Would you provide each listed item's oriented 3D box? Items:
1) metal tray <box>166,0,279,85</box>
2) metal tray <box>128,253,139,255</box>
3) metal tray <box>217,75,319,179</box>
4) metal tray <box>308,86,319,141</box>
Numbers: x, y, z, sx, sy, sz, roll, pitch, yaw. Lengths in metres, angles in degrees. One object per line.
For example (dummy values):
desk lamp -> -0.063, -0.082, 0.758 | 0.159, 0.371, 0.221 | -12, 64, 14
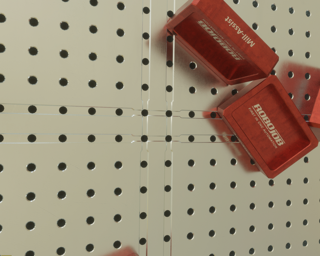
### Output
metal tray -> 0.079, -0.113, 0.406 | 0.130, 0.090, 0.030 | 38, 78, -16
metal tray -> -0.049, 0.240, 0.392 | 0.091, 0.030, 0.129 | -17, 96, -19
metal tray -> 0.158, -0.002, 0.453 | 0.090, 0.030, 0.130 | -37, 103, 3
metal tray -> 0.270, -0.048, 0.483 | 0.090, 0.030, 0.130 | 31, 77, -54
